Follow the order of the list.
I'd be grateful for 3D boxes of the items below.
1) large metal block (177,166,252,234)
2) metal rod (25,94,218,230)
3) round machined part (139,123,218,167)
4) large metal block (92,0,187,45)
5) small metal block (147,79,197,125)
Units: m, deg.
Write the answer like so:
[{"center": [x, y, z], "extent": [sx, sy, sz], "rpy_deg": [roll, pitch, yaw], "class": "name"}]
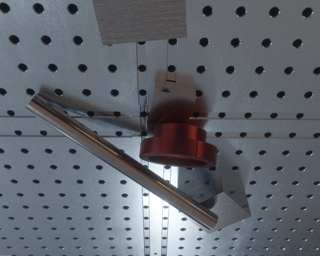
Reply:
[{"center": [0.086, 0.117, 0.496], "extent": [0.080, 0.050, 0.080], "rpy_deg": [-33, 123, 24], "class": "large metal block"}, {"center": [-0.041, 0.053, 0.420], "extent": [0.301, 0.025, 0.025], "rpy_deg": [36, 122, -14], "class": "metal rod"}, {"center": [0.025, 0.023, 0.400], "extent": [0.099, 0.042, 0.098], "rpy_deg": [6, 165, 2], "class": "round machined part"}, {"center": [-0.019, -0.128, 0.286], "extent": [0.080, 0.050, 0.080], "rpy_deg": [-4, 130, 3], "class": "large metal block"}, {"center": [0.013, -0.029, 0.387], "extent": [0.050, 0.025, 0.050], "rpy_deg": [9, 130, -8], "class": "small metal block"}]
